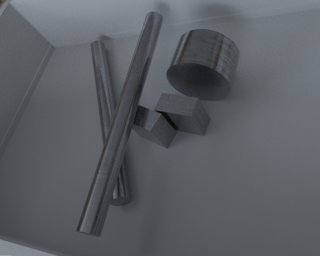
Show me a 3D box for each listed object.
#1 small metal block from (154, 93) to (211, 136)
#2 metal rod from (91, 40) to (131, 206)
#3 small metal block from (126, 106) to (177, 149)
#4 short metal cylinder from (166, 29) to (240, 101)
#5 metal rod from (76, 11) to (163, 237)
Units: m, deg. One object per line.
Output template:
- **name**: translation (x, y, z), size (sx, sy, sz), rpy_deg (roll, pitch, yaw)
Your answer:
- **small metal block**: translation (0.029, -0.016, 0.384), size (0.050, 0.050, 0.025), rpy_deg (11, 68, 32)
- **metal rod**: translation (-0.079, -0.028, 0.462), size (0.025, 0.025, 0.299), rpy_deg (-24, 53, 13)
- **small metal block**: translation (-0.013, -0.003, 0.397), size (0.050, 0.050, 0.025), rpy_deg (23, 74, 36)
- **short metal cylinder**: translation (0.054, -0.077, 0.388), size (0.080, 0.080, 0.050), rpy_deg (6, 65, 30)
- **metal rod**: translation (-0.040, -0.025, 0.375), size (0.025, 0.025, 0.300), rpy_deg (0, 61, 27)
